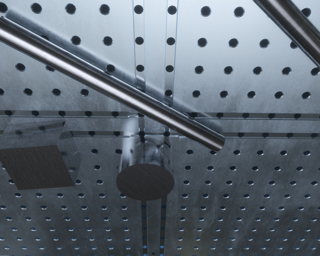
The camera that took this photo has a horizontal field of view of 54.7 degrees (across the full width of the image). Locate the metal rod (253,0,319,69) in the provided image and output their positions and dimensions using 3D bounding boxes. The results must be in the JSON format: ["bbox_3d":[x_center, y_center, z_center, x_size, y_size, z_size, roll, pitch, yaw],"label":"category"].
[{"bbox_3d":[0.075,-0.148,0.286,0.301,0.025,0.025,32,123,-25],"label":"metal rod"}]

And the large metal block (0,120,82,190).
[{"bbox_3d":[-0.162,0.038,0.425,0.080,0.050,0.080,-5,130,3],"label":"large metal block"}]

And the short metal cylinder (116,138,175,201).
[{"bbox_3d":[-0.020,0.060,0.446,0.081,0.050,0.079,0,130,0],"label":"short metal cylinder"}]

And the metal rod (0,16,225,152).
[{"bbox_3d":[-0.043,-0.041,0.375,0.301,0.025,0.025,27,125,-22],"label":"metal rod"}]
